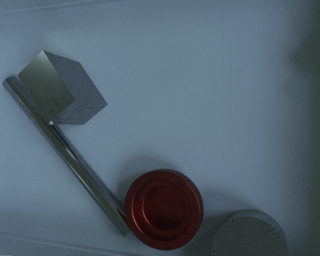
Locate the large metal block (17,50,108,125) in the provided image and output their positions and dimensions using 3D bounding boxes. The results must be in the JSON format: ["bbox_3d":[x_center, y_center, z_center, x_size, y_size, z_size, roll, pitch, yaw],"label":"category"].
[{"bbox_3d":[-0.131,-0.051,0.426,0.050,0.080,0.080,-38,78,16],"label":"large metal block"}]

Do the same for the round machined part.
[{"bbox_3d":[0.008,0.101,0.398,0.098,0.042,0.097,0,90,19],"label":"round machined part"}]

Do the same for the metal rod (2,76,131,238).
[{"bbox_3d":[-0.139,0.034,0.457,0.025,0.025,0.300,-46,76,14],"label":"metal rod"}]

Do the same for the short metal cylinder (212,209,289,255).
[{"bbox_3d":[0.104,0.138,0.357,0.080,0.050,0.080,-2,84,19],"label":"short metal cylinder"}]
